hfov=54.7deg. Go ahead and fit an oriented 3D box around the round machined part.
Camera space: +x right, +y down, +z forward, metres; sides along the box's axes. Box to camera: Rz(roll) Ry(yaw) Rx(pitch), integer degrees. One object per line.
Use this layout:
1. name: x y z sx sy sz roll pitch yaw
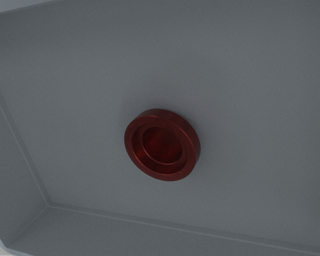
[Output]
1. round machined part: 0.006 0.018 0.404 0.098 0.042 0.097 13 124 20
